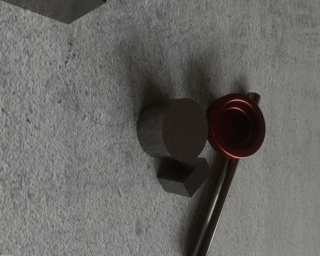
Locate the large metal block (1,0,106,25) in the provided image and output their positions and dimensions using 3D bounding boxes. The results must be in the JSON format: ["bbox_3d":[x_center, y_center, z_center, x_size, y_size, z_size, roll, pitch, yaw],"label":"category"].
[{"bbox_3d":[-0.102,-0.142,0.284,0.081,0.080,0.050,9,84,-40],"label":"large metal block"}]

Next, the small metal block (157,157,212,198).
[{"bbox_3d":[0.033,0.064,0.419,0.050,0.050,0.025,-42,116,-32],"label":"small metal block"}]

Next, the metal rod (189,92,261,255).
[{"bbox_3d":[0.108,0.073,0.498,0.025,0.025,0.300,38,67,-34],"label":"metal rod"}]

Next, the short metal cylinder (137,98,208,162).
[{"bbox_3d":[0.017,0.002,0.405,0.081,0.050,0.079,0,90,-40],"label":"short metal cylinder"}]

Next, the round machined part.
[{"bbox_3d":[0.110,-0.002,0.476,0.099,0.042,0.097,4,81,-23],"label":"round machined part"}]
